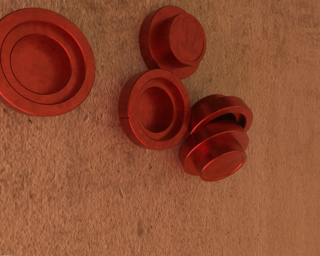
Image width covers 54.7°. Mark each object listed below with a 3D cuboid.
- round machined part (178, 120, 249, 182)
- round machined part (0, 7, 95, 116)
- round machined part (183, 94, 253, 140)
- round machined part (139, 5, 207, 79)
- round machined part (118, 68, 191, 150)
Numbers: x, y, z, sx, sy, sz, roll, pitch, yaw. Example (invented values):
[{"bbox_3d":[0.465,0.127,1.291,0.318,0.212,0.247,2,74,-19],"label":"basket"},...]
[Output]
[{"bbox_3d":[0.078,0.037,0.422,0.099,0.097,0.042,12,40,-40],"label":"round machined part"},{"bbox_3d":[-0.116,-0.059,0.296,0.099,0.042,0.097,0,90,-40],"label":"round machined part"},{"bbox_3d":[0.076,-0.009,0.434,0.099,0.097,0.042,12,39,-40],"label":"round machined part"},{"bbox_3d":[0.024,-0.114,0.413,0.099,0.042,0.097,0,90,-40],"label":"round machined part"},{"bbox_3d":[-0.011,-0.022,0.384,0.099,0.042,0.097,0,90,-40],"label":"round machined part"}]
